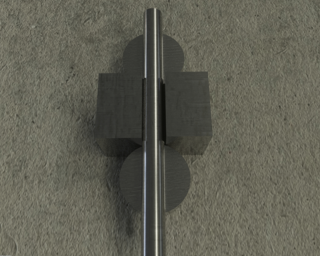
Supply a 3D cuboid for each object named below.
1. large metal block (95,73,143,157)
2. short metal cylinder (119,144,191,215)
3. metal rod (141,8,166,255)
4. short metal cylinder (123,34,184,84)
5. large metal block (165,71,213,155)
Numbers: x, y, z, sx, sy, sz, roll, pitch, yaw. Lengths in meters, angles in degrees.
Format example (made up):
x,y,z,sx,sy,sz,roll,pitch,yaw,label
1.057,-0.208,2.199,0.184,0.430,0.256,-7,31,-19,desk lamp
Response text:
x,y,z,sx,sy,sz,roll,pitch,yaw,label
-0.046,-0.013,0.384,0.050,0.080,0.080,-1,70,0,large metal block
-0.006,0.065,0.373,0.081,0.050,0.080,0,69,0,short metal cylinder
-0.008,-0.010,0.359,0.025,0.025,0.299,-1,70,0,metal rod
-0.008,-0.082,0.426,0.081,0.050,0.080,0,69,0,short metal cylinder
0.031,-0.015,0.386,0.050,0.080,0.080,-1,70,0,large metal block
